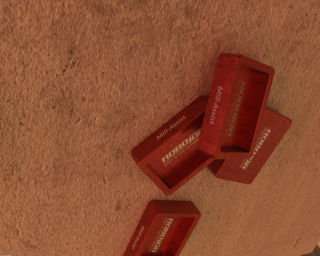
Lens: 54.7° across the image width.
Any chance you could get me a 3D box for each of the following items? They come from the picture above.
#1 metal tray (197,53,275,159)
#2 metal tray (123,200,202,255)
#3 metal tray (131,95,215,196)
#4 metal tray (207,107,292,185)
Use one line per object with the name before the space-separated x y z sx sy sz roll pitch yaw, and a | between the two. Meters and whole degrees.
metal tray | 0.102 -0.025 0.410 0.091 0.030 0.129 5 101 -43
metal tray | 0.002 0.182 0.516 0.091 0.030 0.129 11 113 -33
metal tray | 0.036 0.027 0.439 0.130 0.030 0.090 -38 129 -2
metal tray | 0.143 0.026 0.498 0.091 0.030 0.129 17 110 -35
